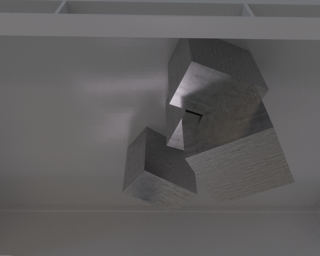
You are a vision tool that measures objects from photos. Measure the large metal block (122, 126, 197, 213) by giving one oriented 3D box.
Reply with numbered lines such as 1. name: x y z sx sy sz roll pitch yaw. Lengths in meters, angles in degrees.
1. large metal block: 0.000 0.056 0.421 0.080 0.080 0.050 28 125 -22

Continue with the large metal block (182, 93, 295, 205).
1. large metal block: 0.077 0.024 0.309 0.080 0.050 0.080 -22 127 17

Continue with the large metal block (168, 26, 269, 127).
1. large metal block: 0.056 -0.055 0.326 0.081 0.080 0.050 17 128 -14

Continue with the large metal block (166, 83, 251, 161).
1. large metal block: 0.054 -0.014 0.362 0.081 0.080 0.050 16 128 -14
